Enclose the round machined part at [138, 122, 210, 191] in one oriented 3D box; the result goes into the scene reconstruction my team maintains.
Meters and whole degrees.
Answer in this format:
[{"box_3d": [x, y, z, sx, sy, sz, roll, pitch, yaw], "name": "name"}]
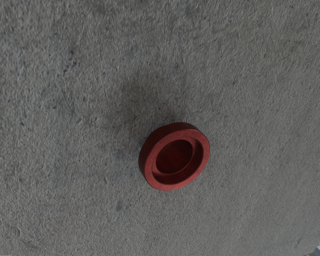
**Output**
[{"box_3d": [0.016, 0.034, 0.425, 0.099, 0.042, 0.097, -14, 124, -21], "name": "round machined part"}]
